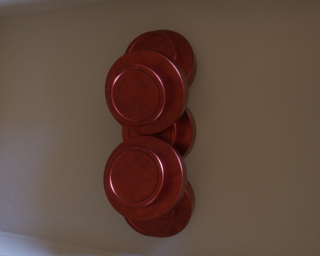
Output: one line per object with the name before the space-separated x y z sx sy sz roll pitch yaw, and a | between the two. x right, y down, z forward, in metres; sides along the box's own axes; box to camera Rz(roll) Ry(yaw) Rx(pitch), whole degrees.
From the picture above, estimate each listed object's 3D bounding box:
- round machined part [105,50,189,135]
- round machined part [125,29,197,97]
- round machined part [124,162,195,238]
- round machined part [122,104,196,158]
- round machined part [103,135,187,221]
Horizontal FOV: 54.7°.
round machined part | -0.020 -0.039 0.352 0.098 0.042 0.097 5 104 19
round machined part | -0.006 -0.082 0.390 0.098 0.042 0.098 -5 72 18
round machined part | -0.009 0.095 0.388 0.098 0.042 0.097 5 107 18
round machined part | -0.006 0.004 0.402 0.098 0.042 0.097 0 89 20
round machined part | -0.022 0.056 0.353 0.098 0.042 0.098 -4 78 19
